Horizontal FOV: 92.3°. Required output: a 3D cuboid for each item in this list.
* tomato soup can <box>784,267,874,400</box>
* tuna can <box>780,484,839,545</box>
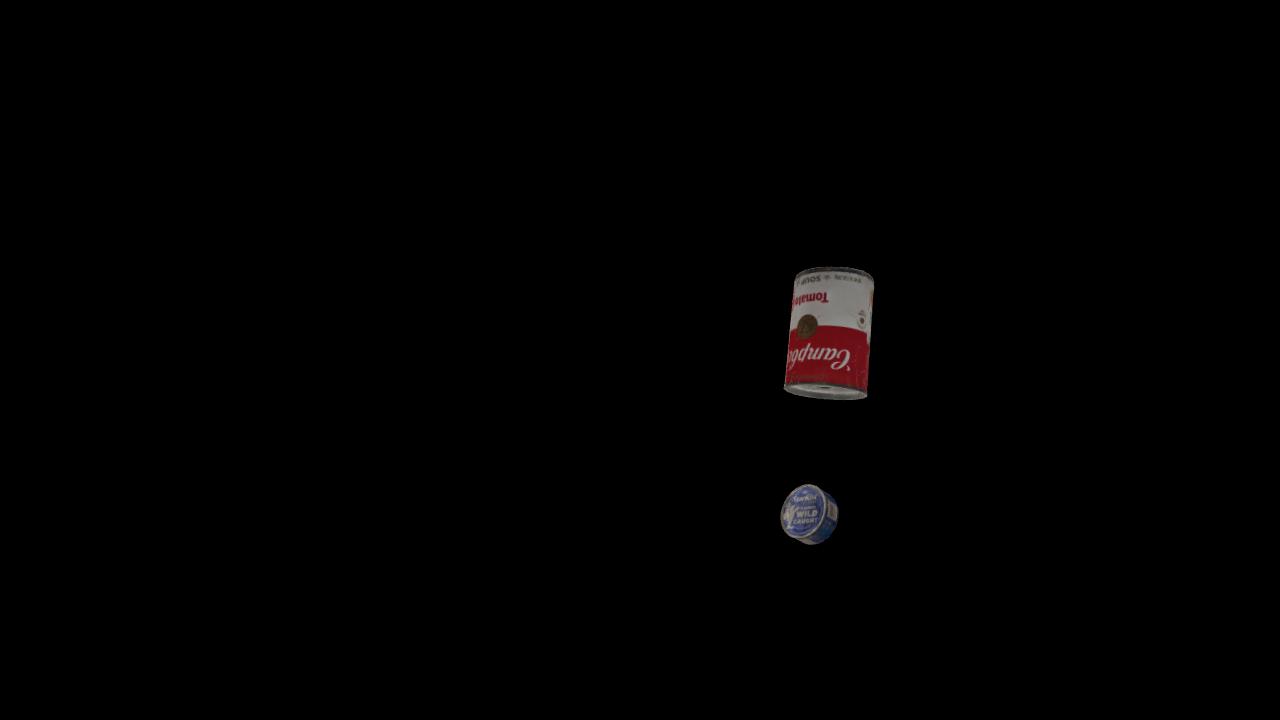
[{"bbox_3d":[0.161,-0.021,0.520,0.068,0.101,0.068,8,-11,2],"label":"tomato soup can"},{"bbox_3d":[0.253,0.230,0.916,0.034,0.084,0.084,31,-15,-26],"label":"tuna can"}]
